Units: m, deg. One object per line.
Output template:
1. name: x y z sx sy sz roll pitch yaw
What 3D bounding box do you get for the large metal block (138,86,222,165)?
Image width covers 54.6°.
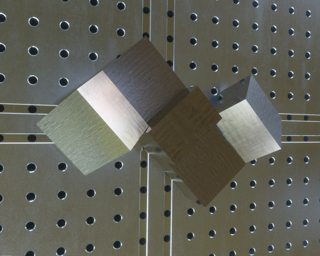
1. large metal block: 0.016 -0.004 0.389 0.080 0.080 0.050 -44 105 -15

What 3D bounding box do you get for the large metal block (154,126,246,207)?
1. large metal block: 0.053 0.045 0.418 0.080 0.050 0.080 -43 102 -15

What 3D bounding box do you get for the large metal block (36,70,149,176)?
1. large metal block: -0.075 -0.004 0.348 0.080 0.080 0.050 51 36 -13

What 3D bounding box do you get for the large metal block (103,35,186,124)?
1. large metal block: -0.029 -0.054 0.388 0.080 0.050 0.080 -43 104 -14

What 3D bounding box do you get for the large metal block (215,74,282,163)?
1. large metal block: 0.121 -0.014 0.421 0.080 0.050 0.080 51 35 -14
